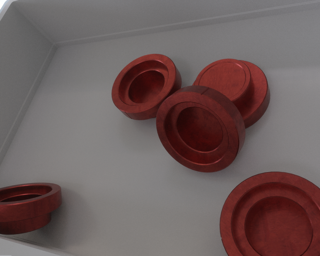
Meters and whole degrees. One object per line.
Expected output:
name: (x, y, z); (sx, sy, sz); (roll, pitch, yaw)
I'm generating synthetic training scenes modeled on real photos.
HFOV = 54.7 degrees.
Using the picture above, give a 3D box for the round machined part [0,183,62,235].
round machined part: (-0.178, 0.104, 0.400); (0.098, 0.099, 0.042); (0, 95, 28)

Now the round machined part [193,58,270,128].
round machined part: (0.081, -0.046, 0.381); (0.098, 0.042, 0.098); (-13, 56, 21)

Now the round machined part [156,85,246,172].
round machined part: (0.048, -0.002, 0.347); (0.098, 0.097, 0.042); (8, 31, 31)

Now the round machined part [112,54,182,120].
round machined part: (-0.015, -0.053, 0.435); (0.098, 0.042, 0.098); (-13, 56, 21)

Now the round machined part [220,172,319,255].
round machined part: (0.108, 0.093, 0.281); (0.098, 0.042, 0.098); (-13, 56, 21)
